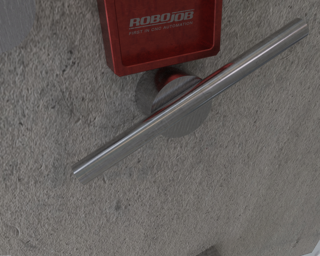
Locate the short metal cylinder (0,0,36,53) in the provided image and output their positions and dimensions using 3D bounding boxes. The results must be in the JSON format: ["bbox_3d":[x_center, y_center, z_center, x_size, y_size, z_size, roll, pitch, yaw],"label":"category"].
[{"bbox_3d":[-0.145,-0.105,0.247,0.081,0.050,0.079,-14,124,-21],"label":"short metal cylinder"}]

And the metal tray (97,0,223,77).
[{"bbox_3d":[0.004,-0.114,0.334,0.131,0.030,0.089,-16,125,-19],"label":"metal tray"}]

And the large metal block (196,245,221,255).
[{"bbox_3d":[0.094,0.298,0.627,0.080,0.050,0.080,-27,128,-12],"label":"large metal block"}]

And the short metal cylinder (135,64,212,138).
[{"bbox_3d":[0.016,-0.035,0.378,0.081,0.050,0.079,-14,124,-21],"label":"short metal cylinder"}]

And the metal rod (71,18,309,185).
[{"bbox_3d":[0.038,-0.033,0.342,0.301,0.025,0.025,-34,129,-6],"label":"metal rod"}]
